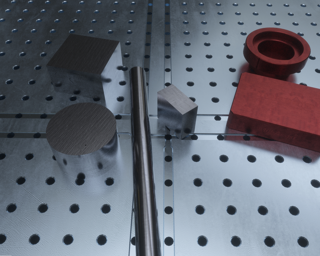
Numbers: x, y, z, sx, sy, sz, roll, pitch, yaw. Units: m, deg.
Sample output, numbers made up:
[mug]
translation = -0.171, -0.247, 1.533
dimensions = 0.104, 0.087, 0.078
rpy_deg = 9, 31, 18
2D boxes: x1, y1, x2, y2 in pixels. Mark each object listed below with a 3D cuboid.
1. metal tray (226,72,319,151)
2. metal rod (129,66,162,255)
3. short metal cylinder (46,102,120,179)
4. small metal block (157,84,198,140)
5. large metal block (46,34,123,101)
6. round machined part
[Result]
[metal tray]
translation = 0.167, -0.025, 0.428
dimensions = 0.131, 0.030, 0.090
rpy_deg = 16, 52, 12
[metal rod]
translation = -0.022, 0.029, 0.382
dimensions = 0.025, 0.025, 0.300
rpy_deg = -4, 50, -4
[short metal cylinder]
translation = -0.091, 0.015, 0.378
dimensions = 0.081, 0.050, 0.080
rpy_deg = 0, 50, 0
[small metal block]
translation = 0.022, -0.021, 0.409
dimensions = 0.025, 0.050, 0.050
rpy_deg = -31, 57, -23
[large metal block]
translation = -0.110, -0.093, 0.468
dimensions = 0.080, 0.050, 0.080
rpy_deg = 11, 51, 8
[round machined part]
translation = 0.183, -0.116, 0.496
dimensions = 0.099, 0.042, 0.098
rpy_deg = 0, 50, 0
